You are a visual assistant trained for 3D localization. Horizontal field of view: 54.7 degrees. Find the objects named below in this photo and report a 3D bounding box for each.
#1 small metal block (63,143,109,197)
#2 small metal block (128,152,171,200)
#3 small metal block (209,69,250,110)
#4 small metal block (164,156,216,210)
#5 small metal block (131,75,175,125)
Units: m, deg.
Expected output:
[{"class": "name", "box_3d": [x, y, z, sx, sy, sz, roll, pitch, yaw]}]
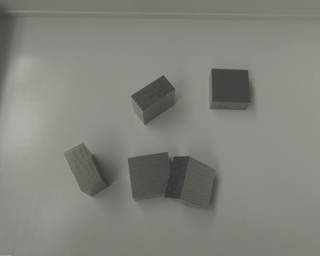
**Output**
[{"class": "small metal block", "box_3d": [-0.089, 0.052, 0.377, 0.025, 0.050, 0.050, -28, 73, -9]}, {"class": "small metal block", "box_3d": [-0.011, 0.061, 0.387, 0.050, 0.025, 0.050, -8, 70, -3]}, {"class": "small metal block", "box_3d": [0.095, -0.053, 0.430, 0.050, 0.025, 0.050, 2, 70, 1]}, {"class": "small metal block", "box_3d": [0.037, 0.066, 0.371, 0.050, 0.025, 0.050, 30, 66, -37]}, {"class": "small metal block", "box_3d": [-0.008, -0.036, 0.409, 0.050, 0.050, 0.025, -34, 74, -12]}]
